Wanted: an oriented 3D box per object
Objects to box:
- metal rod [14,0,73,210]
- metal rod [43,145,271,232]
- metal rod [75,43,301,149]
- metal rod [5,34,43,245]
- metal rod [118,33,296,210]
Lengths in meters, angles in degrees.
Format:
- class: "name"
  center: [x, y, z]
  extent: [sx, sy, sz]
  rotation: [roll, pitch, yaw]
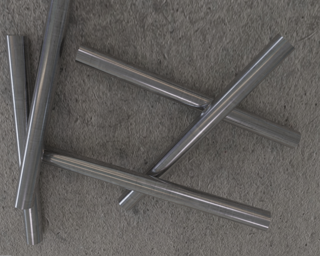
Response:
- class: "metal rod"
  center: [-0.143, -0.037, 0.380]
  extent: [0.025, 0.025, 0.298]
  rotation: [15, 104, -6]
- class: "metal rod"
  center: [-0.013, 0.074, 0.400]
  extent: [0.301, 0.025, 0.025]
  rotation: [15, 110, 9]
- class: "metal rod"
  center: [0.042, -0.037, 0.396]
  extent: [0.302, 0.025, 0.025]
  rotation: [21, 109, -8]
- class: "metal rod"
  center: [-0.180, 0.029, 0.418]
  extent: [0.025, 0.025, 0.298]
  rotation: [4, 110, -2]
- class: "metal rod"
  center: [0.043, 0.008, 0.390]
  extent: [0.025, 0.025, 0.299]
  rotation: [37, 114, -13]
